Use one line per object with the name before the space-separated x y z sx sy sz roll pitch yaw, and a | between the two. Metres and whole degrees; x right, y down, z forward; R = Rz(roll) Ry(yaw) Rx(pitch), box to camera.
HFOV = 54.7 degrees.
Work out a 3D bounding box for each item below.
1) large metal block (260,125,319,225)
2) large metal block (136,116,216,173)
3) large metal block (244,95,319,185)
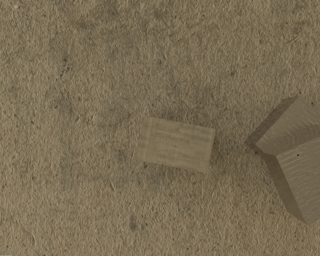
large metal block | 0.174 0.049 0.349 0.080 0.050 0.080 -24 90 0
large metal block | 0.018 0.018 0.382 0.080 0.080 0.050 11 90 0
large metal block | 0.172 0.017 0.399 0.080 0.050 0.080 42 90 0
